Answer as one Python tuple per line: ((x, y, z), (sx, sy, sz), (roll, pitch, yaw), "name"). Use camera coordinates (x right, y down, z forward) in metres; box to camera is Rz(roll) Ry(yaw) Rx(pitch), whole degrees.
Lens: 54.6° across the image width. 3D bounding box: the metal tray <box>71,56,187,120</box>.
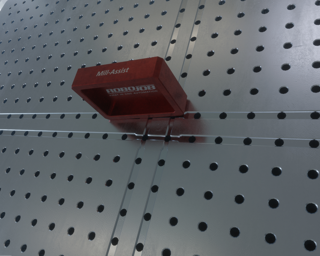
((-0.040, -0.048, 0.418), (0.130, 0.090, 0.030), (-2, 61, 27), "metal tray")
